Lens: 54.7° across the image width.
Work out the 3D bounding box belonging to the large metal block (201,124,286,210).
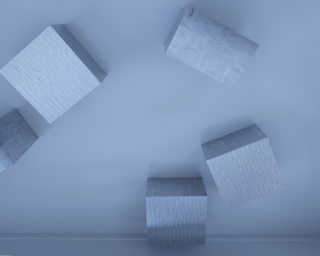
[{"bbox_3d":[0.110,0.052,0.419,0.080,0.050,0.080,-22,109,7],"label":"large metal block"}]

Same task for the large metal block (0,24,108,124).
[{"bbox_3d":[-0.124,-0.066,0.372,0.080,0.050,0.080,-36,107,12],"label":"large metal block"}]

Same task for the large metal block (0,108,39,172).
[{"bbox_3d":[-0.214,0.025,0.388,0.080,0.080,0.050,-27,108,9],"label":"large metal block"}]

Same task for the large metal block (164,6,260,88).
[{"bbox_3d":[0.052,-0.093,0.348,0.080,0.080,0.050,25,108,-9],"label":"large metal block"}]

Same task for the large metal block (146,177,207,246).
[{"bbox_3d":[0.022,0.118,0.442,0.081,0.050,0.079,-1,110,0],"label":"large metal block"}]
